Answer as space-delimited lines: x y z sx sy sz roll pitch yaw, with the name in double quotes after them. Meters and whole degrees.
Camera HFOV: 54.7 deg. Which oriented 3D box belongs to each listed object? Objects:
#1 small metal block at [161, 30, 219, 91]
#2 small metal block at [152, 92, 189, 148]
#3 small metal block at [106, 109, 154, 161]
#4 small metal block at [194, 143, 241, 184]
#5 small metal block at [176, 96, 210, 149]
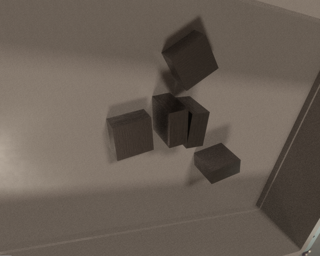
0.038 -0.083 0.380 0.050 0.025 0.050 -36 130 -5 "small metal block"
0.012 -0.011 0.394 0.025 0.050 0.050 -15 125 -21 "small metal block"
-0.037 0.009 0.395 0.050 0.025 0.050 -16 125 -20 "small metal block"
0.087 0.053 0.475 0.050 0.050 0.025 -18 126 -18 "small metal block"
0.037 -0.009 0.409 0.025 0.050 0.050 -8 122 -25 "small metal block"
